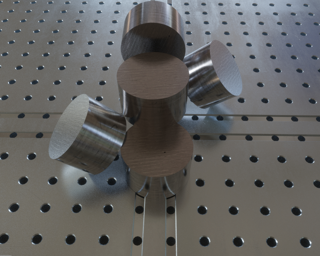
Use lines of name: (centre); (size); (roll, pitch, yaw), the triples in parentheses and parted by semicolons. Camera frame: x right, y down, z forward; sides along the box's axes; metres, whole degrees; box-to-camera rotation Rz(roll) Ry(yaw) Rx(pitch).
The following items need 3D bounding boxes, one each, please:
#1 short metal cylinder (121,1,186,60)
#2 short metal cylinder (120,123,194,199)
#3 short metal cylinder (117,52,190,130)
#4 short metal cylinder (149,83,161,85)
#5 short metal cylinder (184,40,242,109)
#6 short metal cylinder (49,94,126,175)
short metal cylinder: (-0.008, -0.114, 0.401); (0.081, 0.080, 0.050); (0, 50, 0)
short metal cylinder: (-0.003, 0.035, 0.361); (0.081, 0.050, 0.080); (0, 51, 0)
short metal cylinder: (-0.008, -0.044, 0.362); (0.081, 0.050, 0.080); (0, 50, 0)
short metal cylinder: (-0.006, -0.069, 0.449); (0.081, 0.050, 0.080); (0, 51, 0)
short metal cylinder: (0.070, -0.072, 0.424); (0.050, 0.080, 0.080); (-22, 39, 36)
short metal cylinder: (-0.084, 0.008, 0.357); (0.050, 0.080, 0.080); (31, 40, -33)
